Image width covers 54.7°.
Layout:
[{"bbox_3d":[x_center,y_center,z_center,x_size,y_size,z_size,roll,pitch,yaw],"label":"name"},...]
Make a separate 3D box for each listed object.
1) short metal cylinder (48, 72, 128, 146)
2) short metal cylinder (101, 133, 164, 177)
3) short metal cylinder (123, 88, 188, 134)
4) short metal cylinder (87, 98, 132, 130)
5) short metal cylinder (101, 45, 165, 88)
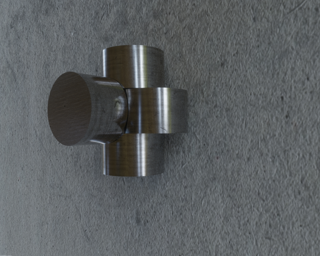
[{"bbox_3d":[-0.083,-0.021,0.351,0.080,0.050,0.079,0,90,39],"label":"short metal cylinder"},{"bbox_3d":[-0.035,0.031,0.397,0.080,0.081,0.050,0,90,39],"label":"short metal cylinder"},{"bbox_3d":[-0.007,-0.019,0.374,0.080,0.081,0.050,0,90,39],"label":"short metal cylinder"},{"bbox_3d":[-0.069,-0.019,0.425,0.080,0.081,0.050,-1,89,39],"label":"short metal cylinder"},{"bbox_3d":[-0.034,-0.071,0.397,0.080,0.081,0.050,-2,89,39],"label":"short metal cylinder"}]
